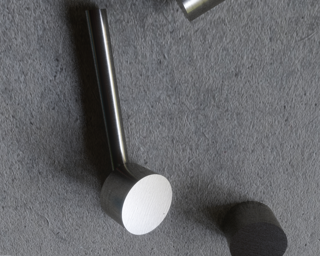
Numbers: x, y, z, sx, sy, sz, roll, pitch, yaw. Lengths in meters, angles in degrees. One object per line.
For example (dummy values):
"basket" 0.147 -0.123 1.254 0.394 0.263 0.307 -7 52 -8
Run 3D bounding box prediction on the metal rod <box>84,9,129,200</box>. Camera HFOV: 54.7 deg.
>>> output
"metal rod" -0.060 0.002 0.410 0.025 0.025 0.298 -5 110 2

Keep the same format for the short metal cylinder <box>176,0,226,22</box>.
"short metal cylinder" 0.034 -0.160 0.322 0.050 0.080 0.080 -30 108 10

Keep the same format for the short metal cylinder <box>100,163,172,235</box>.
"short metal cylinder" -0.031 0.092 0.409 0.081 0.050 0.079 -13 110 -39

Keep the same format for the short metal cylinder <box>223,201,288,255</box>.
"short metal cylinder" 0.137 0.156 0.455 0.081 0.050 0.079 0 110 0
